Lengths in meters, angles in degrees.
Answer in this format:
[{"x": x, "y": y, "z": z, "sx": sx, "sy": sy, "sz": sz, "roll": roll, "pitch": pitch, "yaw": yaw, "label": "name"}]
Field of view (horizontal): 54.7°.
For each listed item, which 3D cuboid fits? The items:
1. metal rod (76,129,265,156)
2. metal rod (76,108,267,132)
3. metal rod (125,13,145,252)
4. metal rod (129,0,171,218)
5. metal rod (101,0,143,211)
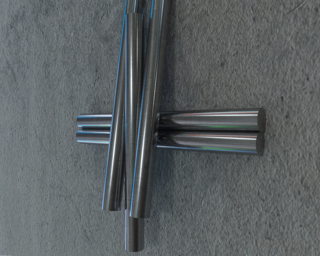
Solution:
[{"x": -0.012, "y": 0.015, "z": 0.415, "sx": 0.300, "sy": 0.025, "sz": 0.025, "roll": 1, "pitch": 91, "yaw": 39, "label": "metal rod"}, {"x": -0.011, "y": -0.010, "z": 0.414, "sx": 0.300, "sy": 0.025, "sz": 0.025, "roll": 1, "pitch": 91, "yaw": 39, "label": "metal rod"}, {"x": -0.032, "y": 0.005, "z": 0.398, "sx": 0.025, "sy": 0.025, "sz": 0.298, "roll": 0, "pitch": 90, "yaw": 39, "label": "metal rod"}, {"x": -0.010, "y": -0.042, "z": 0.385, "sx": 0.025, "sy": 0.025, "sz": 0.298, "roll": 0, "pitch": 82, "yaw": 39, "label": "metal rod"}, {"x": -0.049, "y": -0.042, "z": 0.417, "sx": 0.025, "sy": 0.025, "sz": 0.298, "roll": 0, "pitch": 82, "yaw": 39, "label": "metal rod"}]
